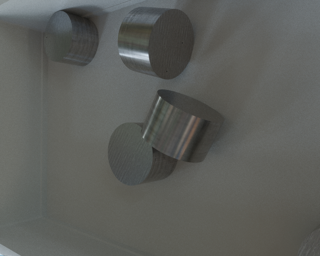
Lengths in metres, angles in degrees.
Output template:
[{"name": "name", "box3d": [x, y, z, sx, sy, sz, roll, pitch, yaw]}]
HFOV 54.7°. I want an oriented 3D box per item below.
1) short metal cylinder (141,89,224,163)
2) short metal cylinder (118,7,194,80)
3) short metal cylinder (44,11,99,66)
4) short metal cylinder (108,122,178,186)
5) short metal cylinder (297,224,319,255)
[{"name": "short metal cylinder", "box3d": [0.025, -0.004, 0.351, 0.080, 0.081, 0.050, 36, 113, 34]}, {"name": "short metal cylinder", "box3d": [-0.004, -0.103, 0.374, 0.050, 0.081, 0.079, 22, 104, 38]}, {"name": "short metal cylinder", "box3d": [-0.147, -0.146, 0.512, 0.080, 0.050, 0.080, 0, 90, 40]}, {"name": "short metal cylinder", "box3d": [-0.023, 0.033, 0.410, 0.080, 0.050, 0.080, 0, 90, 40]}, {"name": "short metal cylinder", "box3d": [0.163, 0.114, 0.256, 0.080, 0.050, 0.080, 0, 90, 40]}]
